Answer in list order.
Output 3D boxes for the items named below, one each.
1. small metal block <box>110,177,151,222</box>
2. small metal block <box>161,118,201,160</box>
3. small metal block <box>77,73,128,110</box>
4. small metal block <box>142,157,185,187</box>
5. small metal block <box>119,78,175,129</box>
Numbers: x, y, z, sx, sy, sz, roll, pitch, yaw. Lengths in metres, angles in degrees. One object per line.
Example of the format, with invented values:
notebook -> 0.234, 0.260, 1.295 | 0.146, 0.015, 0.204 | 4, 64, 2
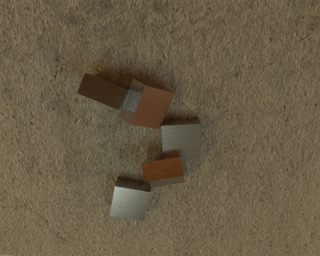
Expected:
small metal block -> -0.042, 0.103, 0.447 | 0.050, 0.025, 0.050 | 11, 110, -4
small metal block -> 0.028, 0.015, 0.415 | 0.050, 0.025, 0.050 | -3, 110, 0
small metal block -> -0.065, -0.044, 0.374 | 0.050, 0.050, 0.025 | 22, 97, -1
small metal block -> 0.006, 0.061, 0.416 | 0.050, 0.050, 0.025 | -10, 70, 3
small metal block -> -0.016, -0.029, 0.383 | 0.050, 0.025, 0.050 | 8, 110, -45
